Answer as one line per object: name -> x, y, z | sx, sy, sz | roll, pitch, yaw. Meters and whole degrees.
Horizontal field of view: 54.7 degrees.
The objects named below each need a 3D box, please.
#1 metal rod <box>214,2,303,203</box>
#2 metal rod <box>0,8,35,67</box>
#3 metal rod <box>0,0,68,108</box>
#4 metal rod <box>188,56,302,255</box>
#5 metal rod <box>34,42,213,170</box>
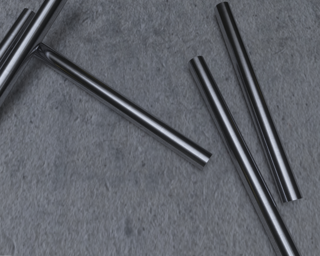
metal rod -> 0.129, -0.048, 0.427 | 0.025, 0.025, 0.299 | -12, 71, -5
metal rod -> -0.251, -0.042, 0.420 | 0.025, 0.025, 0.300 | 21, 71, 7
metal rod -> -0.199, -0.076, 0.413 | 0.025, 0.025, 0.299 | 25, 79, 8
metal rod -> 0.104, 0.036, 0.396 | 0.025, 0.025, 0.299 | -20, 71, -7
metal rod -> -0.063, -0.039, 0.421 | 0.301, 0.025, 0.025 | 34, 73, 11
